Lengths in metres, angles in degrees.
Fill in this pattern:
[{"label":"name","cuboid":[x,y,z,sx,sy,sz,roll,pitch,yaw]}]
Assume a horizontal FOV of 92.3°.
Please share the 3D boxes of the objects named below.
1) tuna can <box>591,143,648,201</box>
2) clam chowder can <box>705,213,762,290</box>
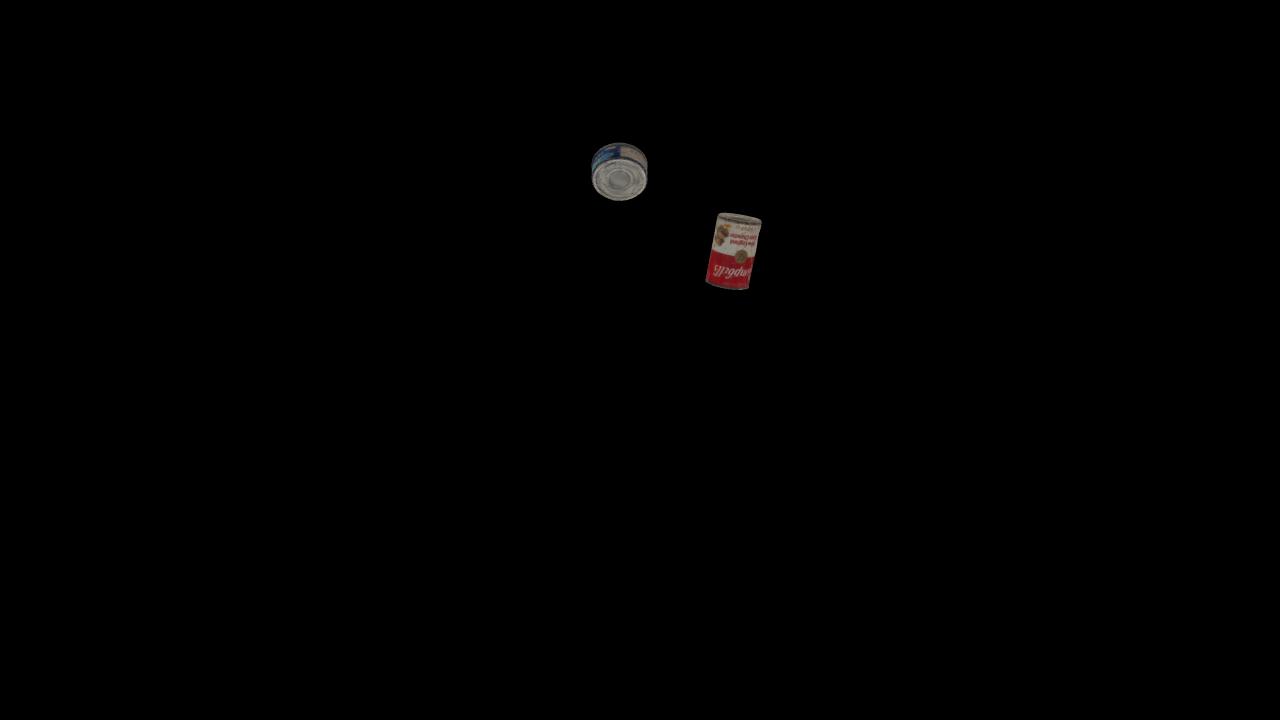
[{"label":"tuna can","cuboid":[-0.030,-0.275,0.907,0.084,0.034,0.084,-1,-31,0]},{"label":"clam chowder can","cuboid":[0.140,-0.163,0.920,0.068,0.102,0.068,7,21,-3]}]
